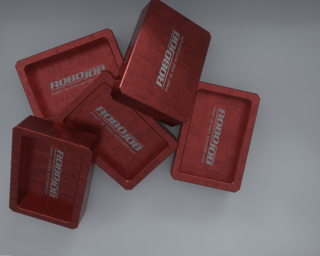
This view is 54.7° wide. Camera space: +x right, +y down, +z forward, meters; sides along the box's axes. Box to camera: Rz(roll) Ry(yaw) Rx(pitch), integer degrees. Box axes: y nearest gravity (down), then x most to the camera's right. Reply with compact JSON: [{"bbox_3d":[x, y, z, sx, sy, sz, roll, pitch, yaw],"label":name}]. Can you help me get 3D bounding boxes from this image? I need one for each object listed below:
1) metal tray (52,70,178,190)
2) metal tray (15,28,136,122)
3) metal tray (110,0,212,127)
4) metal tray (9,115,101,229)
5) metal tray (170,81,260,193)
[{"bbox_3d":[-0.053,0.004,0.385,0.090,0.030,0.130,-43,105,6],"label":"metal tray"},{"bbox_3d":[-0.108,-0.064,0.406,0.131,0.030,0.090,-21,90,-1],"label":"metal tray"},{"bbox_3d":[0.005,-0.077,0.373,0.090,0.030,0.130,25,70,-23],"label":"metal tray"},{"bbox_3d":[-0.130,0.057,0.376,0.090,0.030,0.129,17,118,-1],"label":"metal tray"},{"bbox_3d":[0.071,0.011,0.408,0.091,0.030,0.129,13,90,-1],"label":"metal tray"}]
